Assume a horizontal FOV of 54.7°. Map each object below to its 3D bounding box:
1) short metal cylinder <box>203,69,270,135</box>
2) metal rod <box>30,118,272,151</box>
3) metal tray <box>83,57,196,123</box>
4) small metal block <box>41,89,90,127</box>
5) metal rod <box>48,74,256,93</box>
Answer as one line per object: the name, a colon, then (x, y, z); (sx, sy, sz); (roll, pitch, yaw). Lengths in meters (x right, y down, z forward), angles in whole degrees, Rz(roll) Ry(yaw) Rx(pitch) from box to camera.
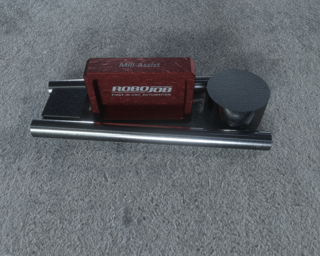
short metal cylinder: (0.101, -0.034, 0.417); (0.081, 0.050, 0.080); (0, 50, 0)
metal rod: (-0.013, 0.008, 0.398); (0.302, 0.025, 0.025); (3, 50, 2)
metal tray: (-0.024, -0.046, 0.399); (0.131, 0.090, 0.030); (0, 50, 0)
small metal block: (-0.127, -0.027, 0.427); (0.050, 0.025, 0.050); (3, 50, 3)
metal rod: (-0.008, -0.062, 0.457); (0.302, 0.025, 0.025); (-2, 50, -2)
